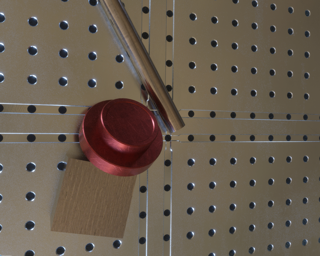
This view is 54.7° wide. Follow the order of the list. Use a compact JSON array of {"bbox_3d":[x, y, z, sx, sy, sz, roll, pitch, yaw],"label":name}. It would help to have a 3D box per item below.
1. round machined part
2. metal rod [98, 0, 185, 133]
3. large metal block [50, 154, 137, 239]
[{"bbox_3d":[-0.041,0.004,0.363,0.099,0.042,0.098,15,49,-18],"label":"round machined part"},{"bbox_3d":[-0.046,-0.129,0.395,0.025,0.025,0.299,-31,100,-17],"label":"metal rod"},{"bbox_3d":[-0.080,0.080,0.370,0.081,0.050,0.080,14,85,-20],"label":"large metal block"}]
